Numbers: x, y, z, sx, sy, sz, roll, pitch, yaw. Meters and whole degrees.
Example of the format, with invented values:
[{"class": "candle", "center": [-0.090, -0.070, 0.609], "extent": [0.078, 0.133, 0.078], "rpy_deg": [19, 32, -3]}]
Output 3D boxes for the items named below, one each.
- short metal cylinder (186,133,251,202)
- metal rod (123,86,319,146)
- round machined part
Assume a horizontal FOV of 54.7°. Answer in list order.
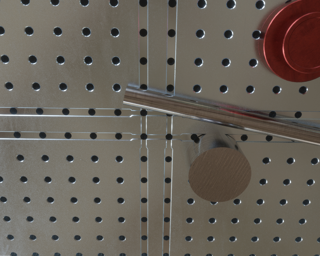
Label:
[{"class": "short metal cylinder", "center": [0.077, 0.052, 0.420], "extent": [0.081, 0.050, 0.079], "rpy_deg": [0, 110, 0]}, {"class": "metal rod", "center": [0.103, -0.012, 0.409], "extent": [0.302, 0.025, 0.025], "rpy_deg": [12, 110, -5]}, {"class": "round machined part", "center": [0.173, -0.102, 0.368], "extent": [0.099, 0.042, 0.097], "rpy_deg": [0, 110, 0]}]
